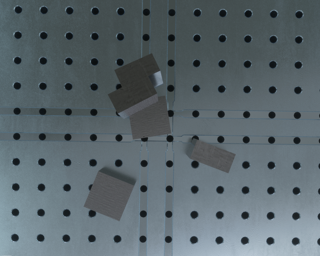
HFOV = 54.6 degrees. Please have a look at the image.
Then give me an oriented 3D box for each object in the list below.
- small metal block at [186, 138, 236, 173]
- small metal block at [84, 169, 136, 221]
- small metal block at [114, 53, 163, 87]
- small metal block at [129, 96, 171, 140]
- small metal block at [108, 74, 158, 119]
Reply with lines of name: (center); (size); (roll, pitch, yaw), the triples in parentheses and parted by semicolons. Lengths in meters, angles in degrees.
small metal block: (0.064, 0.034, 0.401); (0.050, 0.050, 0.025); (21, 90, 0)
small metal block: (-0.066, 0.088, 0.413); (0.050, 0.025, 0.050); (22, 90, 0)
small metal block: (-0.026, -0.066, 0.399); (0.050, 0.050, 0.025); (-24, 79, 0)
small metal block: (-0.014, -0.014, 0.413); (0.050, 0.025, 0.050); (-9, 90, 0)
small metal block: (-0.031, -0.036, 0.376); (0.050, 0.050, 0.025); (-28, 85, -2)
